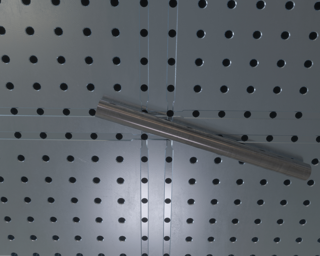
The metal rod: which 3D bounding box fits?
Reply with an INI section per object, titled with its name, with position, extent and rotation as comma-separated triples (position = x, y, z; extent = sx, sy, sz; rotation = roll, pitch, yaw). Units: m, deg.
[metal rod]
position = 0.063, 0.018, 0.420
extent = 0.302, 0.025, 0.025
rotation = 17, 109, -7
